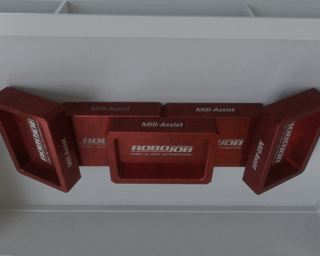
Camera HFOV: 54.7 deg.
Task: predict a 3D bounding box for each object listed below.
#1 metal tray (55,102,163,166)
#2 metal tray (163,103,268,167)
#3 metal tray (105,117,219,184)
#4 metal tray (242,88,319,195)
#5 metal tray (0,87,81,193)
[{"bbox_3d":[-0.062,0.010,0.413,0.131,0.030,0.089,0,130,0],"label":"metal tray"},{"bbox_3d":[0.069,0.011,0.415,0.131,0.030,0.089,0,130,0],"label":"metal tray"},{"bbox_3d":[0.002,0.030,0.390,0.131,0.030,0.089,1,130,-1],"label":"metal tray"},{"bbox_3d":[0.160,0.020,0.397,0.091,0.030,0.129,-19,134,-21],"label":"metal tray"},{"bbox_3d":[-0.155,0.018,0.394,0.090,0.030,0.129,17,133,19],"label":"metal tray"}]
